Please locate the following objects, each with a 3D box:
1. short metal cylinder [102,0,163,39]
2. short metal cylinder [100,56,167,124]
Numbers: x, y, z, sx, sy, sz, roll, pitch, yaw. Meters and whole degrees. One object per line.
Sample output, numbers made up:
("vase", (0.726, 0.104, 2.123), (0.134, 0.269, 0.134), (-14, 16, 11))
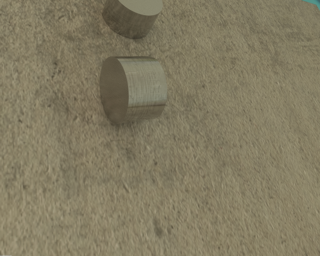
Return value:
("short metal cylinder", (-0.043, -0.185, 0.479), (0.081, 0.050, 0.080), (14, 56, -21))
("short metal cylinder", (-0.035, -0.047, 0.380), (0.050, 0.080, 0.080), (-9, 66, -32))
